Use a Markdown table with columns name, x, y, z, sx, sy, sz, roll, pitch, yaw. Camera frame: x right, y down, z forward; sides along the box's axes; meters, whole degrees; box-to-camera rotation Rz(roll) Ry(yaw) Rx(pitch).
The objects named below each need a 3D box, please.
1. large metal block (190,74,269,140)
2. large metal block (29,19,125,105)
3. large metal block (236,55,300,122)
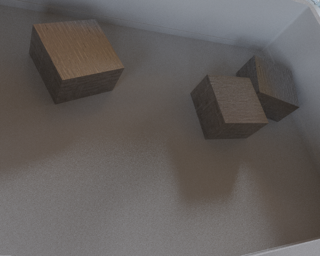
| name | x | y | z | sx | sy | sz | roll | pitch | yaw |
| --- | --- | --- | --- | --- | --- | --- | --- | --- | --- |
| large metal block | 0.102 | -0.030 | 0.463 | 0.081 | 0.050 | 0.080 | 0 | 62 | -28 |
| large metal block | -0.104 | -0.084 | 0.385 | 0.081 | 0.050 | 0.080 | -20 | 73 | -36 |
| large metal block | 0.181 | -0.066 | 0.527 | 0.081 | 0.050 | 0.080 | 17 | 55 | -19 |
